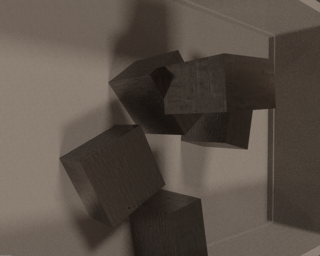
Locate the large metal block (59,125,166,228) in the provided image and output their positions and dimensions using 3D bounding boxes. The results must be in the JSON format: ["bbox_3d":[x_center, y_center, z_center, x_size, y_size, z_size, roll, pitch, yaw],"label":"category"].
[{"bbox_3d":[-0.051,0.050,0.349,0.081,0.050,0.080,-34,111,-35],"label":"large metal block"}]

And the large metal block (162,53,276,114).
[{"bbox_3d":[0.060,-0.042,0.319,0.081,0.080,0.050,-6,94,-40],"label":"large metal block"}]

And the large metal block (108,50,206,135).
[{"bbox_3d":[-0.002,-0.039,0.371,0.050,0.080,0.080,-46,118,-30],"label":"large metal block"}]

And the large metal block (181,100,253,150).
[{"bbox_3d":[0.082,-0.015,0.442,0.050,0.080,0.080,16,80,-39],"label":"large metal block"}]

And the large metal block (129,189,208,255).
[{"bbox_3d":[0.008,0.126,0.380,0.050,0.080,0.079,-13,99,-40],"label":"large metal block"}]
